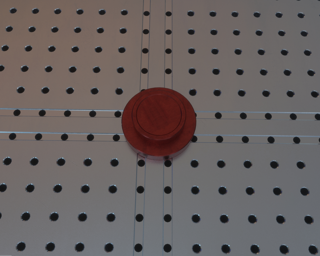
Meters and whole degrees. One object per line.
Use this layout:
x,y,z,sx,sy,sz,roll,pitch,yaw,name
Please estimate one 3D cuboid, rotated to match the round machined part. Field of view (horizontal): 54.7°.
-0.001,-0.010,0.406,0.099,0.042,0.098,0,70,-1,round machined part
